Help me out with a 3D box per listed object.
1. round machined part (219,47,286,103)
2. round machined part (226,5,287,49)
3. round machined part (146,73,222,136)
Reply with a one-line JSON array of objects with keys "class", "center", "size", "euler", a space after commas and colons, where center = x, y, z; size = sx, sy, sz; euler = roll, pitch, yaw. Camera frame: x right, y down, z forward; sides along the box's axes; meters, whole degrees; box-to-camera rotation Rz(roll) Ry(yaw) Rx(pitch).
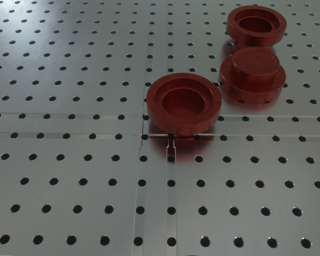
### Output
[{"class": "round machined part", "center": [0.141, -0.086, 0.470], "size": [0.099, 0.042, 0.098], "euler": [0, 50, 0]}, {"class": "round machined part", "center": [0.164, -0.169, 0.540], "size": [0.099, 0.042, 0.098], "euler": [0, 50, 0]}, {"class": "round machined part", "center": [0.031, -0.027, 0.420], "size": [0.099, 0.042, 0.098], "euler": [0, 50, 0]}]
